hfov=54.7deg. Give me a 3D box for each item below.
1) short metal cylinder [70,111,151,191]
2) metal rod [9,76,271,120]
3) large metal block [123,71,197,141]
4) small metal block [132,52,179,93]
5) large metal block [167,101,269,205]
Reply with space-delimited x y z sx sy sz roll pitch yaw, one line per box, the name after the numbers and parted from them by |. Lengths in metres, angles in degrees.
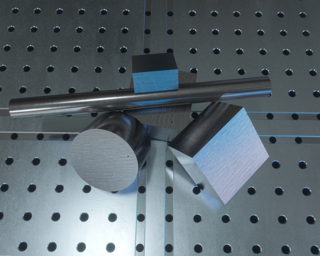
-0.056 0.026 0.362 0.080 0.079 0.050 18 28 6 | short metal cylinder
-0.021 -0.036 0.368 0.302 0.025 0.025 -5 70 -2 | metal rod
0.000 -0.031 0.406 0.080 0.050 0.080 10 70 3 | large metal block
-0.007 -0.066 0.366 0.050 0.025 0.050 -5 35 -2 | small metal block
0.070 0.027 0.363 0.080 0.050 0.080 -43 120 -14 | large metal block
